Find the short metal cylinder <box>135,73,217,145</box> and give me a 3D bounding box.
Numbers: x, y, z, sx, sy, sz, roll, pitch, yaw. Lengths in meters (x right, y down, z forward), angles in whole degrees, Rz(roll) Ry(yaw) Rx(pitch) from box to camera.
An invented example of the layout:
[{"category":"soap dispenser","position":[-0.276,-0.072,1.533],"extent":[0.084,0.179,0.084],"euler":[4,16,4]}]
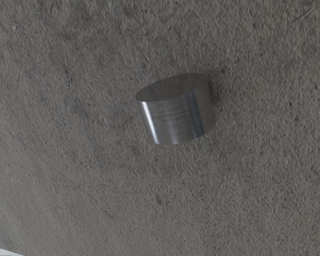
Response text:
[{"category":"short metal cylinder","position":[0.018,-0.023,0.348],"extent":[0.080,0.080,0.050],"euler":[-3,117,30]}]
